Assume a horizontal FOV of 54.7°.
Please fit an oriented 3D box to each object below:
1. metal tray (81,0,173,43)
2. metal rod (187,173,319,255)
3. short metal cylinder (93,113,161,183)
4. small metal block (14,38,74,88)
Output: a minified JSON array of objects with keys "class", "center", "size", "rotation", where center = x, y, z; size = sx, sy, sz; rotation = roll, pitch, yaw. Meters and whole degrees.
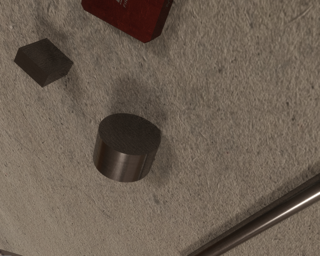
[{"class":"metal tray","center":[-0.024,-0.165,0.313],"size":[0.090,0.030,0.129],"rotation":[31,128,7]},{"class":"metal rod","center":[0.113,0.150,0.439],"size":[0.025,0.025,0.298],"rotation":[40,129,1]},{"class":"short metal cylinder","center":[-0.044,0.025,0.408],"size":[0.080,0.080,0.050],"rotation":[27,128,10]},{"class":"small metal block","center":[-0.155,-0.088,0.415],"size":[0.050,0.050,0.025],"rotation":[43,129,-2]}]
